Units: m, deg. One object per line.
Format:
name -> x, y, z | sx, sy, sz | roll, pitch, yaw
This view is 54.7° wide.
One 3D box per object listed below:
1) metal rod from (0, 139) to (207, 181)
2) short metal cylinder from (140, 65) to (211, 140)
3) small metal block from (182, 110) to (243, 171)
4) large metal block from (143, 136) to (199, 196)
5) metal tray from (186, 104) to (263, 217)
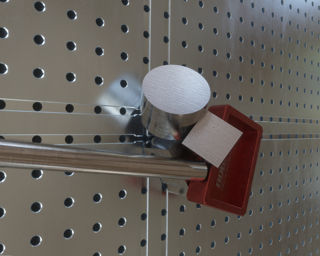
metal rod -> -0.081, 0.031, 0.304 | 0.302, 0.025, 0.025 | 9, 84, -29
short metal cylinder -> 0.017, -0.032, 0.381 | 0.080, 0.080, 0.050 | -42, 159, -32
small metal block -> 0.062, 0.015, 0.369 | 0.050, 0.050, 0.025 | -53, 163, -7
large metal block -> 0.036, 0.035, 0.424 | 0.080, 0.050, 0.080 | -43, 116, -32
metal tray -> 0.090, 0.044, 0.415 | 0.090, 0.030, 0.130 | 26, 73, -37
